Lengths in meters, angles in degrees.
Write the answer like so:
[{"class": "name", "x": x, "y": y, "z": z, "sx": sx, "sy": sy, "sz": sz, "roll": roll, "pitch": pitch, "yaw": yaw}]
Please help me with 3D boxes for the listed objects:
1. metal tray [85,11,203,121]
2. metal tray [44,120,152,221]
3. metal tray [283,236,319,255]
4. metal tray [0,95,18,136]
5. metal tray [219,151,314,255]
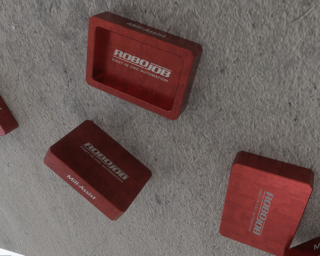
[{"class": "metal tray", "x": -0.024, "y": -0.074, "z": 0.370, "sx": 0.130, "sy": 0.030, "sz": 0.089, "roll": 24, "pitch": 127, "yaw": 13}, {"class": "metal tray", "x": -0.085, "y": 0.057, "z": 0.444, "sx": 0.130, "sy": 0.090, "sz": 0.030, "roll": 40, "pitch": 129, "yaw": 0}, {"class": "metal tray", "x": 0.228, "y": 0.164, "z": 0.364, "sx": 0.130, "sy": 0.030, "sz": 0.090, "roll": -35, "pitch": 99, "yaw": 23}, {"class": "metal tray", "x": -0.319, "y": -0.044, "z": 0.544, "sx": 0.090, "sy": 0.030, "sz": 0.129, "roll": -12, "pitch": 113, "yaw": 33}, {"class": "metal tray", "x": 0.131, "y": 0.099, "z": 0.396, "sx": 0.090, "sy": 0.030, "sz": 0.129, "roll": 15, "pitch": 125, "yaw": 19}]
